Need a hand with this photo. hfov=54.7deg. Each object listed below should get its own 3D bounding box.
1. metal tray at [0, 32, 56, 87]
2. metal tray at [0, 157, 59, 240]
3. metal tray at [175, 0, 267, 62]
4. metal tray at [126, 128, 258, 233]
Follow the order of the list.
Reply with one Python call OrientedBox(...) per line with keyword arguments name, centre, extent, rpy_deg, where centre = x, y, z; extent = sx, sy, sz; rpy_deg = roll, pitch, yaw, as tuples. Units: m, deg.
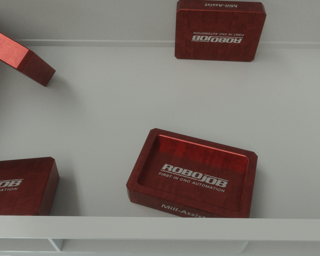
OrientedBox(name="metal tray", centre=(-0.221, -0.111, 0.431), extent=(0.130, 0.090, 0.030), rpy_deg=(30, 85, 3))
OrientedBox(name="metal tray", centre=(-0.181, 0.073, 0.321), extent=(0.131, 0.030, 0.090), rpy_deg=(-5, 32, -4))
OrientedBox(name="metal tray", centre=(0.090, -0.152, 0.490), extent=(0.131, 0.090, 0.030), rpy_deg=(3, 50, 2))
OrientedBox(name="metal tray", centre=(0.038, 0.056, 0.354), extent=(0.131, 0.030, 0.090), rpy_deg=(14, 51, 11))
